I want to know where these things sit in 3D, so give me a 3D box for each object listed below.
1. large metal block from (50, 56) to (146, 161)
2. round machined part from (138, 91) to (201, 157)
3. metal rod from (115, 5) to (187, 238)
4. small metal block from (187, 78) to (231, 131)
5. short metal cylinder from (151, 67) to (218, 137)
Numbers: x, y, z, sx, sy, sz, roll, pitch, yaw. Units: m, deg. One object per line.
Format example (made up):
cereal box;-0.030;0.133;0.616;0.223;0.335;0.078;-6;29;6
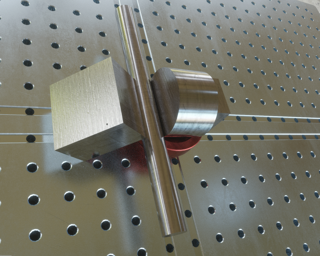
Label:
large metal block;-0.069;-0.018;0.340;0.050;0.080;0.080;40;33;-60
round machined part;0.004;-0.006;0.403;0.099;0.042;0.098;14;56;-21
metal rod;-0.018;-0.028;0.364;0.025;0.025;0.299;1;61;-28
small metal block;0.056;-0.028;0.387;0.025;0.050;0.050;1;62;-28
short metal cylinder;0.024;-0.029;0.366;0.050;0.080;0.080;1;62;-28
